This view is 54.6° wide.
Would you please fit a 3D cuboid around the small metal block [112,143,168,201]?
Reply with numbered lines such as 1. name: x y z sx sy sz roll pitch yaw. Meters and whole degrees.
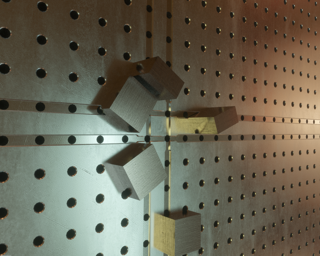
1. small metal block: -0.024 0.053 0.388 0.050 0.025 0.050 -36 112 -34

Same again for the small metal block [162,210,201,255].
1. small metal block: 0.031 0.147 0.434 0.050 0.025 0.050 1 89 -40

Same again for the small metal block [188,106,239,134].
1. small metal block: 0.078 -0.012 0.457 0.050 0.050 0.025 -25 106 -37

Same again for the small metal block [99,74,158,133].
1. small metal block: -0.037 -0.029 0.377 0.050 0.025 0.050 41 65 -32

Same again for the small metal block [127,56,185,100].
1. small metal block: -0.007 -0.059 0.386 0.050 0.050 0.025 40 66 -33
